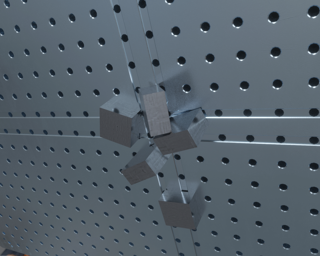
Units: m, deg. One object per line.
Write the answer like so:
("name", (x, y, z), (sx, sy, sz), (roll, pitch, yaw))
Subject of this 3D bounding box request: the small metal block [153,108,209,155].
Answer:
("small metal block", (0.027, 0.004, 0.383), (0.050, 0.050, 0.025), (-17, 114, 35))

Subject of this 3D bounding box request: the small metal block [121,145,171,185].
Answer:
("small metal block", (-0.019, 0.049, 0.436), (0.050, 0.050, 0.025), (-27, 103, 37))

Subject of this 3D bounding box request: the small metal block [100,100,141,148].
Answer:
("small metal block", (-0.057, -0.006, 0.438), (0.050, 0.025, 0.050), (19, 126, 17))

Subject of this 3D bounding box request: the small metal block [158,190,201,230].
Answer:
("small metal block", (0.031, 0.124, 0.472), (0.050, 0.025, 0.050), (-1, 118, 28))

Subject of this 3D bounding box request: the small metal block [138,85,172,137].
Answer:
("small metal block", (-0.007, -0.022, 0.378), (0.025, 0.050, 0.050), (-13, 107, -7))
